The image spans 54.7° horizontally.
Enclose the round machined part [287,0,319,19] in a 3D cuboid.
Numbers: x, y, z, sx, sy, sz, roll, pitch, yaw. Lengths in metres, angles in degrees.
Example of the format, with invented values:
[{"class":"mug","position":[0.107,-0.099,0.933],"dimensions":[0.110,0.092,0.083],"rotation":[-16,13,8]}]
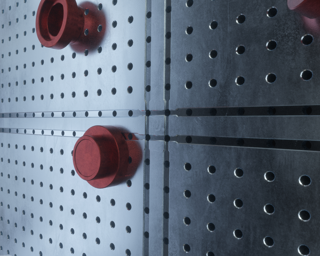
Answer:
[{"class":"round machined part","position":[0.132,-0.144,0.250],"dimensions":[0.042,0.098,0.097],"rotation":[24,109,-3]}]

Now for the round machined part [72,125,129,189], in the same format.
[{"class":"round machined part","position":[-0.097,0.045,0.475],"dimensions":[0.098,0.042,0.097],"rotation":[0,90,39]}]

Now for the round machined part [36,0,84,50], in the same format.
[{"class":"round machined part","position":[-0.170,-0.185,0.535],"dimensions":[0.098,0.042,0.097],"rotation":[0,90,39]}]
